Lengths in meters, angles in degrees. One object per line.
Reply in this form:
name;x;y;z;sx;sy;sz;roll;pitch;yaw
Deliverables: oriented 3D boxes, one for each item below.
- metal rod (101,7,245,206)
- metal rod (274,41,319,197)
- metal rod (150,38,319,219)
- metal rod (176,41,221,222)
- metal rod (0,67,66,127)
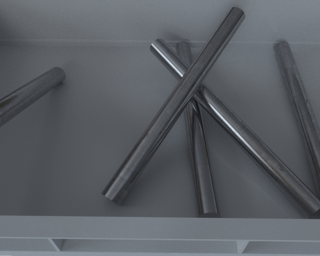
metal rod;0.026;-0.039;0.385;0.025;0.025;0.300;27;71;21
metal rod;0.196;-0.020;0.422;0.025;0.025;0.300;2;50;2
metal rod;0.081;-0.016;0.395;0.025;0.025;0.300;-28;63;-22
metal rod;0.045;-0.020;0.422;0.025;0.025;0.300;-2;50;-2
metal rod;-0.177;-0.016;0.341;0.025;0.025;0.301;6;27;5
